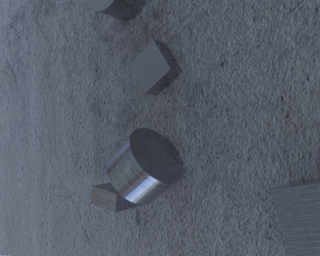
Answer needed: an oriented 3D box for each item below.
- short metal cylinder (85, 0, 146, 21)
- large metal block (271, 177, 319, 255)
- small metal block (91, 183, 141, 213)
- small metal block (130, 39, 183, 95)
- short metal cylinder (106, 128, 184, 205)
[{"bbox_3d":[-0.062,-0.198,0.437,0.080,0.050,0.079,0,90,39],"label":"short metal cylinder"},{"bbox_3d":[0.152,0.083,0.262,0.080,0.050,0.080,-19,78,38],"label":"large metal block"},{"bbox_3d":[-0.060,0.095,0.436,0.050,0.050,0.025,7,95,39],"label":"small metal block"},{"bbox_3d":[-0.006,-0.079,0.408,0.050,0.025,0.050,-41,66,32],"label":"small metal block"},{"bbox_3d":[-0.018,0.047,0.382,0.050,0.081,0.080,-45,63,30],"label":"short metal cylinder"}]
